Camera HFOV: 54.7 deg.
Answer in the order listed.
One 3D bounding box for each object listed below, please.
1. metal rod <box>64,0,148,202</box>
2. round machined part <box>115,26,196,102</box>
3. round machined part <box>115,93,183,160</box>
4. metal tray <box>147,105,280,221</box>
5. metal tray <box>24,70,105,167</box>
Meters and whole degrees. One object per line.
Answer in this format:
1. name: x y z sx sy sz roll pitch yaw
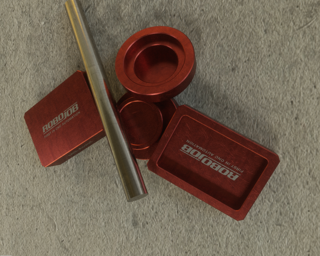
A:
1. metal rod: -0.076 -0.051 0.402 0.025 0.025 0.299 -29 68 17
2. round machined part: -0.003 -0.076 0.391 0.098 0.042 0.098 -4 67 11
3. round machined part: -0.022 -0.007 0.409 0.098 0.042 0.097 0 90 20
4. metal tray: 0.062 0.039 0.374 0.130 0.030 0.090 29 99 7
5. metal tray: -0.131 -0.011 0.442 0.130 0.030 0.090 -31 77 26
